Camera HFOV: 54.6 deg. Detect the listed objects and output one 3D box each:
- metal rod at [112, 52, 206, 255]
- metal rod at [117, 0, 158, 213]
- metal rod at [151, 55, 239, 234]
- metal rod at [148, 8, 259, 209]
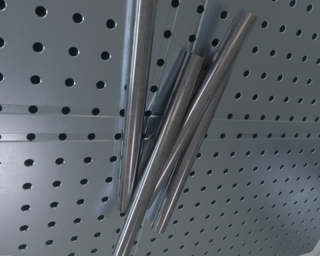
[{"bbox_3d":[-0.006,0.047,0.414,0.025,0.025,0.298,12,106,-33],"label":"metal rod"},{"bbox_3d":[-0.032,-0.015,0.384,0.025,0.025,0.298,-6,121,-25],"label":"metal rod"},{"bbox_3d":[0.044,0.034,0.454,0.025,0.025,0.298,6,116,-31],"label":"metal rod"},{"bbox_3d":[0.039,-0.009,0.412,0.025,0.025,0.298,12,116,-34],"label":"metal rod"}]
